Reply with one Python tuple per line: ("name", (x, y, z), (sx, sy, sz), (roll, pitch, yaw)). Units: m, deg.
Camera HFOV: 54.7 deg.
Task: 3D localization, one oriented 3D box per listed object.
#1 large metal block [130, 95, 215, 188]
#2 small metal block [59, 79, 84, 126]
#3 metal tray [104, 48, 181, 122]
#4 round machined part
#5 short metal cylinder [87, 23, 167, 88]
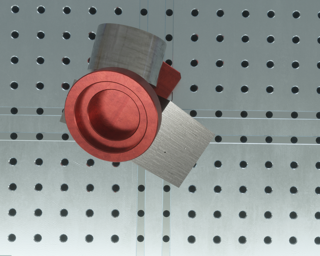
("large metal block", (0.007, 0.015, 0.383), (0.080, 0.050, 0.080), (34, 90, -31))
("small metal block", (-0.091, -0.027, 0.368), (0.025, 0.050, 0.050), (19, 90, 0))
("metal tray", (-0.044, -0.040, 0.411), (0.090, 0.030, 0.130), (35, 90, -1))
("round machined part", (-0.046, -0.016, 0.330), (0.098, 0.042, 0.097), (4, 110, 10))
("short metal cylinder", (-0.037, -0.080, 0.355), (0.080, 0.080, 0.050), (13, 90, -1))
